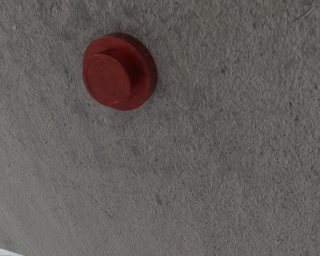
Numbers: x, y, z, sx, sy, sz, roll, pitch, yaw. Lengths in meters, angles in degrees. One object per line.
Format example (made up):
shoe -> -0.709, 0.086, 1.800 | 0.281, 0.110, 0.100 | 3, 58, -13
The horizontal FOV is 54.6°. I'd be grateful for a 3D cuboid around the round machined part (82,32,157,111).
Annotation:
round machined part -> -0.056, -0.065, 0.386 | 0.098, 0.042, 0.097 | 13, 124, 21
